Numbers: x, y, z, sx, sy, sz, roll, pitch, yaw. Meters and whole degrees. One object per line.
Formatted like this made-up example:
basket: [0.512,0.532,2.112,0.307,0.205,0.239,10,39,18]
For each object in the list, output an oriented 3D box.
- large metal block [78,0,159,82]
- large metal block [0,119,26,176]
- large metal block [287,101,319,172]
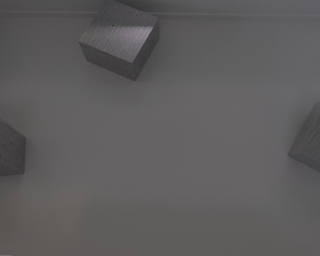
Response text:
large metal block: [-0.055,-0.125,0.442,0.080,0.050,0.080,24,72,8]
large metal block: [-0.218,0.027,0.369,0.081,0.080,0.050,-6,70,-2]
large metal block: [0.221,0.017,0.383,0.080,0.050,0.080,29,85,10]
